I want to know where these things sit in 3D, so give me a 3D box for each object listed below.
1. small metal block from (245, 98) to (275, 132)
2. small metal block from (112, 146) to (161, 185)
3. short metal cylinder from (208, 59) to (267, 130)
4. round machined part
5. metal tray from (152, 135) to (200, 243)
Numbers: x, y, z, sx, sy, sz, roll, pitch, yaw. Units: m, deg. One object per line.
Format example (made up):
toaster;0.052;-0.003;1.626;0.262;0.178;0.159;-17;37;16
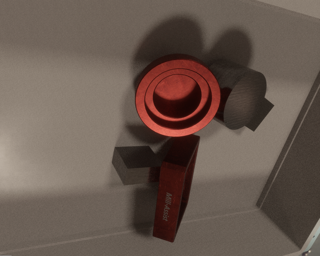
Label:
small metal block;0.136;-0.029;0.468;0.050;0.025;0.050;27;104;-38
small metal block;-0.030;0.048;0.407;0.050;0.050;0.025;0;119;-29
short metal cylinder;0.094;-0.044;0.408;0.081;0.050;0.079;-23;131;-30
round machined part;0.020;-0.042;0.371;0.099;0.042;0.097;-2;119;-4
metal tray;0.023;0.082;0.434;0.030;0.090;0.129;14;120;13
